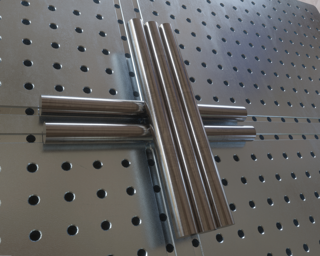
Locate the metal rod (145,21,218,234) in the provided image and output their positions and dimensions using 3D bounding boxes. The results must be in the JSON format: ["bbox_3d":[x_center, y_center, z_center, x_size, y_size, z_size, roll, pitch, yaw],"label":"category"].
[{"bbox_3d":[0.018,-0.019,0.399,0.025,0.025,0.299,1,61,-28],"label":"metal rod"}]

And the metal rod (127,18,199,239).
[{"bbox_3d":[-0.004,-0.019,0.387,0.025,0.025,0.299,1,61,-28],"label":"metal rod"}]

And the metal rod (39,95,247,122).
[{"bbox_3d":[-0.003,-0.024,0.423,0.303,0.025,0.025,1,62,-28],"label":"metal rod"}]

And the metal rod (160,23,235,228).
[{"bbox_3d":[0.040,-0.020,0.412,0.025,0.025,0.299,1,61,-28],"label":"metal rod"}]

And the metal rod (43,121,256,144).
[{"bbox_3d":[0.007,0.007,0.409,0.303,0.025,0.025,1,62,-28],"label":"metal rod"}]
